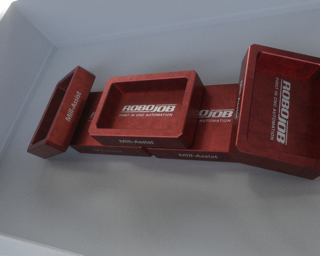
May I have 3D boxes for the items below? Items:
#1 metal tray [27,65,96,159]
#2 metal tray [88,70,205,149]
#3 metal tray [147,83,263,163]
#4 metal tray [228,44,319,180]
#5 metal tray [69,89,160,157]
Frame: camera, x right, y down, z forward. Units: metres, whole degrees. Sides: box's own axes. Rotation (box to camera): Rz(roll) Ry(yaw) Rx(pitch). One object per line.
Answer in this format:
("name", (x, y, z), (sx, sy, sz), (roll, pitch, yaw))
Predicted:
("metal tray", (-0.150, -0.022, 0.470), (0.090, 0.030, 0.130), (-17, 50, 50))
("metal tray", (-0.018, -0.023, 0.385), (0.130, 0.030, 0.090), (1, 61, 28))
("metal tray", (0.054, -0.007, 0.378), (0.130, 0.030, 0.090), (0, 62, 28))
("metal tray", (0.127, -0.020, 0.322), (0.090, 0.030, 0.130), (13, 65, 3))
("metal tray", (-0.061, -0.009, 0.439), (0.130, 0.030, 0.090), (0, 62, 28))
